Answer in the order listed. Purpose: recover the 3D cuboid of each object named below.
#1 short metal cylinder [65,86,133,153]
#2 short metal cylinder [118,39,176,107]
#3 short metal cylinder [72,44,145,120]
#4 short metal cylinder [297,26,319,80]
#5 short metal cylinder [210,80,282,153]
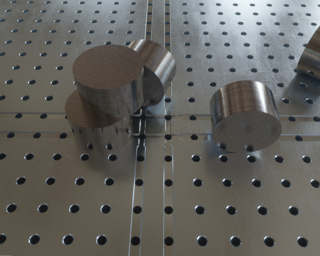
[{"bbox_3d":[-0.077,-0.014,0.402,0.081,0.050,0.080,0,50,0],"label":"short metal cylinder"},{"bbox_3d":[-0.023,-0.076,0.436,0.080,0.080,0.050,16,52,13],"label":"short metal cylinder"},{"bbox_3d":[-0.059,-0.056,0.372,0.081,0.050,0.080,0,50,0],"label":"short metal cylinder"},{"bbox_3d":[0.254,-0.113,0.470,0.050,0.080,0.080,34,58,25],"label":"short metal cylinder"},{"bbox_3d":[0.104,-0.012,0.384,0.081,0.080,0.050,2,50,1],"label":"short metal cylinder"}]
